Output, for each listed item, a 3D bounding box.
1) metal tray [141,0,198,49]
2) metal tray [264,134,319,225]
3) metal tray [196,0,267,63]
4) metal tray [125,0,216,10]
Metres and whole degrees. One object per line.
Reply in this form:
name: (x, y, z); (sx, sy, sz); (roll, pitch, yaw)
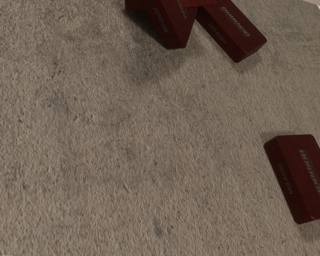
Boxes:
metal tray: (0.015, -0.194, 0.465); (0.130, 0.030, 0.090); (51, 50, -52)
metal tray: (0.225, 0.074, 0.479); (0.091, 0.030, 0.130); (-1, 62, -29)
metal tray: (0.134, -0.193, 0.594); (0.091, 0.030, 0.130); (-34, 81, -38)
metal tray: (0.019, -0.215, 0.509); (0.131, 0.030, 0.090); (-22, 31, -36)
